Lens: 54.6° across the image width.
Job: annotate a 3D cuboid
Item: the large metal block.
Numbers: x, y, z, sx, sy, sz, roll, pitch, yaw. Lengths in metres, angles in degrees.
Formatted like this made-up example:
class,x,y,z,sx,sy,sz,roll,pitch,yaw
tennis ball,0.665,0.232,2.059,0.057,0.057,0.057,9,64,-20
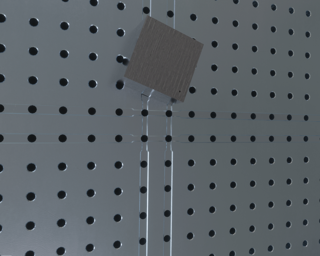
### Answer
class,x,y,z,sx,sy,sz,roll,pitch,yaw
large metal block,-0.002,-0.083,0.398,0.080,0.050,0.080,22,83,-19
